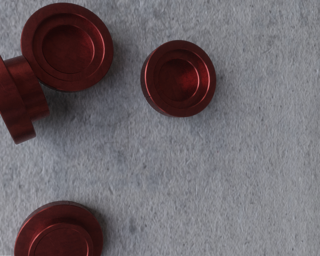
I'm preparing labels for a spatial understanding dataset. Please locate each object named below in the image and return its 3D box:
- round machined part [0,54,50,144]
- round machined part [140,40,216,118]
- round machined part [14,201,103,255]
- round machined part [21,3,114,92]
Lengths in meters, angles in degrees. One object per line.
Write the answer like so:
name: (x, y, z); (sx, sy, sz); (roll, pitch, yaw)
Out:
round machined part: (-0.147, -0.036, 0.316); (0.042, 0.098, 0.098); (-26, 99, -23)
round machined part: (0.021, -0.062, 0.409); (0.099, 0.042, 0.097); (0, 90, -21)
round machined part: (-0.115, 0.137, 0.358); (0.099, 0.042, 0.097); (0, 90, -21)
round machined part: (-0.107, -0.089, 0.361); (0.099, 0.042, 0.097); (0, 90, -21)
